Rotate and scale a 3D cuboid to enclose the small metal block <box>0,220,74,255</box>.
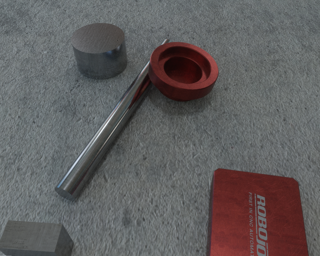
[{"bbox_3d":[-0.114,0.111,0.293,0.050,0.050,0.025,3,50,2],"label":"small metal block"}]

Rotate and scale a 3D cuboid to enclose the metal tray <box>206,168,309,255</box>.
[{"bbox_3d":[0.095,0.108,0.310,0.090,0.030,0.130,7,50,6],"label":"metal tray"}]

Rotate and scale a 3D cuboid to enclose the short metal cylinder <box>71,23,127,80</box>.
[{"bbox_3d":[-0.094,-0.122,0.489,0.081,0.050,0.080,0,50,0],"label":"short metal cylinder"}]

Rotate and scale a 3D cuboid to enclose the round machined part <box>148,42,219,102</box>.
[{"bbox_3d":[0.031,-0.077,0.450,0.099,0.042,0.098,6,53,-8],"label":"round machined part"}]

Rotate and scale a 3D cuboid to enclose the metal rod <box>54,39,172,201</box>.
[{"bbox_3d":[-0.045,-0.033,0.430,0.025,0.025,0.301,19,52,15],"label":"metal rod"}]
